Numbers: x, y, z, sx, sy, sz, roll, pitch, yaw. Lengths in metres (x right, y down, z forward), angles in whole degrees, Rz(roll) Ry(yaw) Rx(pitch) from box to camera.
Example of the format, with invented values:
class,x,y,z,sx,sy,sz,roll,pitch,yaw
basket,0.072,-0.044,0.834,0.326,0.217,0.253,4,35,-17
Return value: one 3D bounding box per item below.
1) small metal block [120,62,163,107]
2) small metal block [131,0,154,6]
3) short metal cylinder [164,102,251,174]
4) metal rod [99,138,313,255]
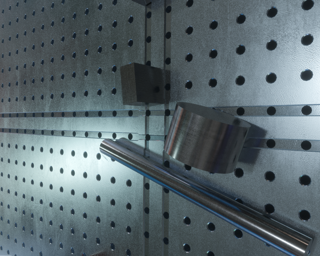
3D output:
class,x,y,z,sx,sy,sz,roll,pitch,yaw
small metal block,-0.024,-0.056,0.411,0.025,0.050,0.050,-8,85,39
small metal block,-0.016,-0.204,0.420,0.050,0.025,0.050,-14,81,38
short metal cylinder,0.049,0.008,0.331,0.080,0.081,0.050,26,107,36
metal rod,0.028,0.072,0.384,0.300,0.025,0.025,22,104,37
